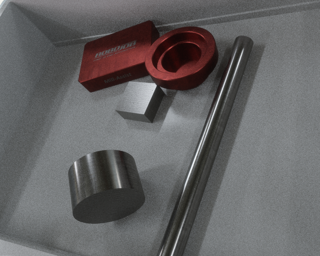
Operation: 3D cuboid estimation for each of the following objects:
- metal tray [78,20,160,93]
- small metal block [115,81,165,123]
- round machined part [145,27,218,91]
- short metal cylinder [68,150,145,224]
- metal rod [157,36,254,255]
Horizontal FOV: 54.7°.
[{"bbox_3d":[-0.066,-0.116,0.507,0.130,0.030,0.090,-13,56,20],"label":"metal tray"},{"bbox_3d":[-0.028,-0.037,0.442,0.050,0.025,0.050,10,66,32],"label":"small metal block"},{"bbox_3d":[0.032,-0.091,0.429,0.098,0.042,0.098,-11,54,16],"label":"round machined part"},{"bbox_3d":[-0.062,0.069,0.359,0.080,0.080,0.050,-28,53,10],"label":"short metal cylinder"},{"bbox_3d":[0.059,0.014,0.365,0.025,0.025,0.300,10,66,32],"label":"metal rod"}]
